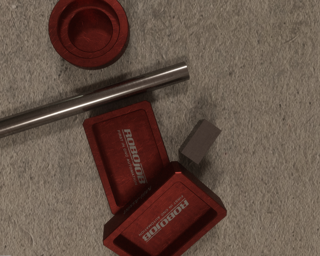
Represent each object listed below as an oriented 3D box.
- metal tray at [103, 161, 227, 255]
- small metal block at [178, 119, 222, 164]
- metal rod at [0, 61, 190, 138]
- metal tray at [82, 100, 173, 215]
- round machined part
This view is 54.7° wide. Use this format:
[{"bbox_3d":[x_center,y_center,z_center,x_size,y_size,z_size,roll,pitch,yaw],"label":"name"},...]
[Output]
[{"bbox_3d":[0.005,0.115,0.383,0.090,0.030,0.130,42,100,-19],"label":"metal tray"},{"bbox_3d":[0.050,0.016,0.398,0.025,0.050,0.050,35,90,0],"label":"small metal block"},{"bbox_3d":[-0.108,-0.031,0.408,0.302,0.025,0.025,-17,90,-1],"label":"metal rod"},{"bbox_3d":[-0.037,0.038,0.406,0.090,0.030,0.129,-18,90,-1],"label":"metal tray"},{"bbox_3d":[-0.088,-0.123,0.400,0.099,0.042,0.097,0,90,-1],"label":"round machined part"}]
